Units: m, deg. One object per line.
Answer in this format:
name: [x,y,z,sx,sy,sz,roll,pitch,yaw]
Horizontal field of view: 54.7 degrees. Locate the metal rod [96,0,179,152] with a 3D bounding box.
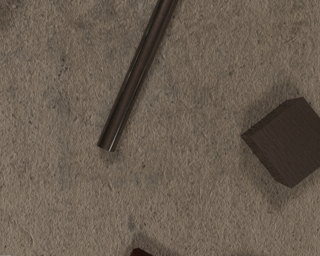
metal rod: [-0.014,-0.110,0.409,0.025,0.025,0.299,23,90,-1]

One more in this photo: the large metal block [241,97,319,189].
large metal block: [0.166,0.018,0.400,0.080,0.050,0.080,-38,91,0]

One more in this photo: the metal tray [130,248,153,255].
metal tray: [-0.027,0.238,0.407,0.090,0.030,0.130,30,90,-1]
